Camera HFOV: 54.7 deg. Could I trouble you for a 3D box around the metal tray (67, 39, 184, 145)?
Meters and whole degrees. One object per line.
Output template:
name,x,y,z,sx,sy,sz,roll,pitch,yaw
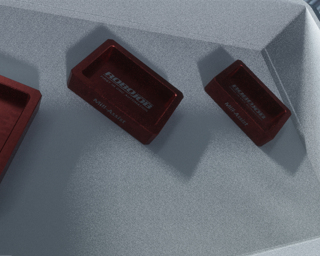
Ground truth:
metal tray,-0.042,-0.050,0.411,0.130,0.030,0.090,37,51,-4

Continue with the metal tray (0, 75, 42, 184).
metal tray,-0.185,0.003,0.301,0.091,0.030,0.130,23,53,-15

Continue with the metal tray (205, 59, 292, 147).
metal tray,0.146,-0.044,0.510,0.130,0.030,0.091,47,51,5
